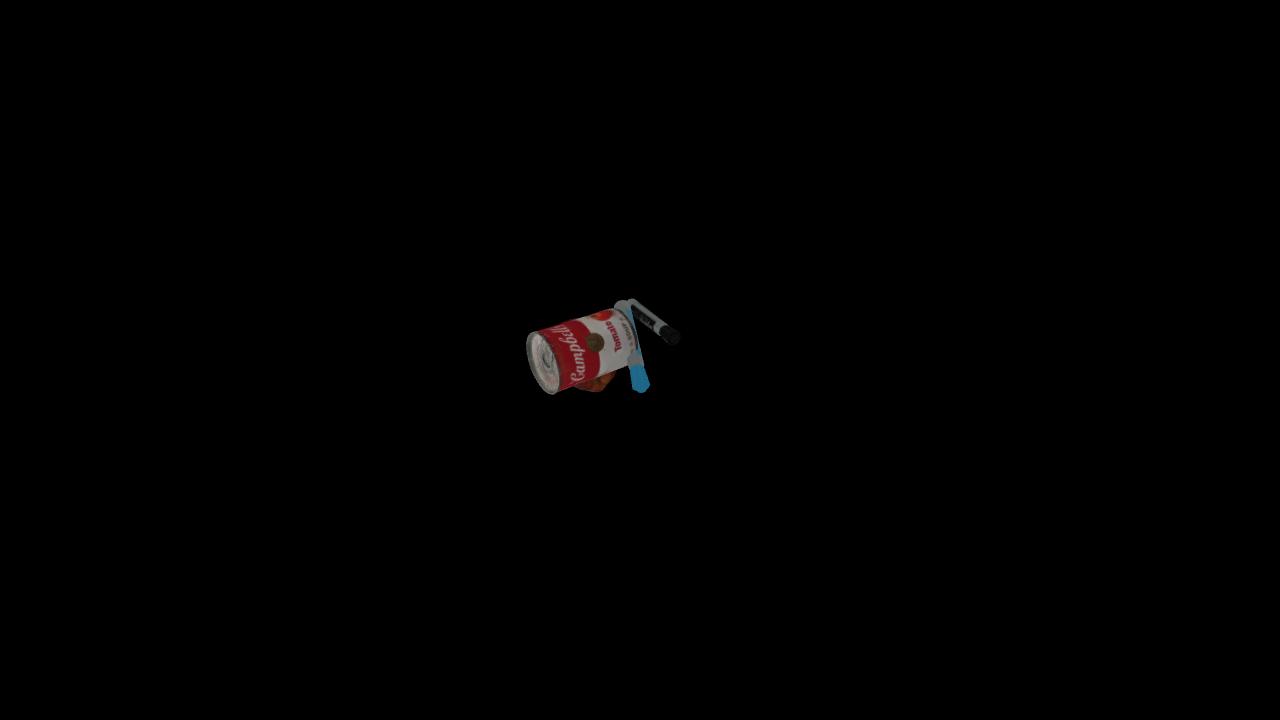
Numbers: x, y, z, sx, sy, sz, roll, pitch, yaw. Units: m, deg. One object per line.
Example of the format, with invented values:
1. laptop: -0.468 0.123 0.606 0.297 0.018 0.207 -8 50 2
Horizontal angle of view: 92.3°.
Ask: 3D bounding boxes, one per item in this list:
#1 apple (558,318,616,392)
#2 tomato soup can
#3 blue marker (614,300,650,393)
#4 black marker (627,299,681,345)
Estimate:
1. apple: -0.066 -0.006 0.721 0.079 0.079 0.093 0 36 -37
2. tomato soup can: -0.059 -0.011 0.651 0.101 0.068 0.068 -20 11 -32
3. blue marker: -0.009 -0.015 0.667 0.020 0.121 0.020 -9 -37 -7
4. black marker: 0.015 -0.048 0.767 0.020 0.020 0.121 0 24 -30
